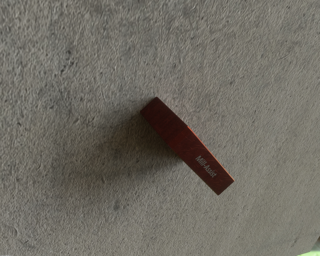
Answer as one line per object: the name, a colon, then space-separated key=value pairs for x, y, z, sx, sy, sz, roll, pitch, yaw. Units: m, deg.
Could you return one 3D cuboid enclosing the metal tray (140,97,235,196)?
metal tray: x=0.036 y=0.025 z=0.403 sx=0.030 sy=0.090 sz=0.130 roll=-43 pitch=130 yaw=1
